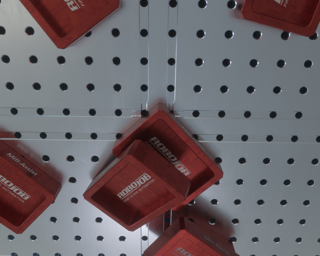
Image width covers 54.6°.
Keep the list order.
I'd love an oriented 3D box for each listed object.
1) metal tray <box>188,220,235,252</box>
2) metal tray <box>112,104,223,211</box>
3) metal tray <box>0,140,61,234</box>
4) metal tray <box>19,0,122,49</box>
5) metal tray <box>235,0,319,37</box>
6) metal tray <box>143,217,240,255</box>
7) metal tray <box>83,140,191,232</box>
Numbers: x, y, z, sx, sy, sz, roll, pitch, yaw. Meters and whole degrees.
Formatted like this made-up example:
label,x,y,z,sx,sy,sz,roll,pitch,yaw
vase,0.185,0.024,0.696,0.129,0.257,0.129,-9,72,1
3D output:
label,x,y,z,sx,sy,sz,roll,pitch,yaw
metal tray,0.046,0.217,0.491,0.090,0.030,0.129,29,107,-11
metal tray,0.012,0.042,0.426,0.090,0.030,0.130,-41,105,13
metal tray,-0.221,0.080,0.438,0.130,0.030,0.090,42,105,-14
metal tray,-0.117,-0.167,0.348,0.090,0.030,0.130,-34,107,11
metal tray,0.149,-0.178,0.346,0.090,0.030,0.129,14,110,-5
metal tray,0.052,0.198,0.451,0.130,0.030,0.090,38,106,-13
metal tray,-0.034,0.081,0.410,0.090,0.030,0.129,39,130,-10
